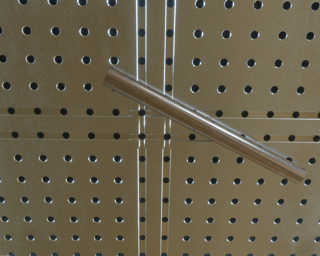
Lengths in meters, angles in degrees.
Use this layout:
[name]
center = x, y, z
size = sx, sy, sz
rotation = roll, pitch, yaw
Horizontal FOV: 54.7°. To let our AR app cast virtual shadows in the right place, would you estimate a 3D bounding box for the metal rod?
[metal rod]
center = 0.066, 0.001, 0.414
size = 0.301, 0.025, 0.025
rotation = 27, 108, -10
